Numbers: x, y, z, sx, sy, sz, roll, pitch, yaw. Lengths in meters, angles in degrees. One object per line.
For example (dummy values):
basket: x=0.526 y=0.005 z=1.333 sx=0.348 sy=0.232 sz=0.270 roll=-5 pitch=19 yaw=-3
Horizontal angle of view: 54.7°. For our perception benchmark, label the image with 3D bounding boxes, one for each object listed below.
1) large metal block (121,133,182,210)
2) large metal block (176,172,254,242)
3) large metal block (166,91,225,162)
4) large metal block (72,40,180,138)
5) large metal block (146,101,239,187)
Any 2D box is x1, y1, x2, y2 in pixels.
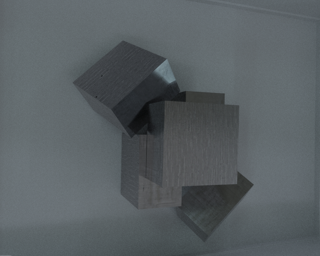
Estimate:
large metal block: x=-0.013 y=0.047 z=0.375 sx=0.050 sy=0.080 sz=0.080 roll=1 pitch=90 yaw=-20
large metal block: x=0.067 y=0.094 z=0.396 sx=0.080 sy=0.080 sz=0.050 roll=-43 pitch=69 yaw=-15
large metal block: x=0.038 y=-0.001 z=0.392 sx=0.050 sy=0.080 sz=0.080 roll=1 pitch=90 yaw=-20
large metal block: x=-0.038 y=-0.047 z=0.358 sx=0.080 sy=0.080 sz=0.050 roll=-45 pitch=139 yaw=-15
large metal block: x=0.033 y=0.015 z=0.322 sx=0.081 sy=0.050 sz=0.080 roll=2 pitch=90 yaw=-20
